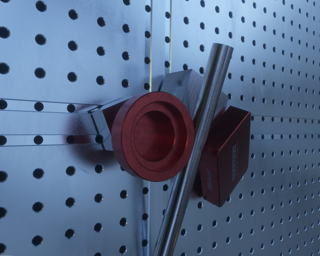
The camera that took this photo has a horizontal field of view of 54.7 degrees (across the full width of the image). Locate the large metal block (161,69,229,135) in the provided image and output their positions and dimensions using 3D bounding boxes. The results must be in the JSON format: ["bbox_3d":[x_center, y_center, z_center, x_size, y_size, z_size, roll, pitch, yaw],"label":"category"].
[{"bbox_3d":[0.041,-0.023,0.424,0.080,0.050,0.080,29,72,-37],"label":"large metal block"}]

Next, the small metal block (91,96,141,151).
[{"bbox_3d":[-0.046,-0.006,0.367,0.050,0.025,0.050,-28,108,-37],"label":"small metal block"}]

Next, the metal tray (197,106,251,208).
[{"bbox_3d":[0.095,0.044,0.449,0.090,0.030,0.129,-46,142,-30],"label":"metal tray"}]

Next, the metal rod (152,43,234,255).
[{"bbox_3d":[0.035,0.047,0.383,0.025,0.025,0.298,8,101,-40],"label":"metal rod"}]

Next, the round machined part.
[{"bbox_3d":[-0.011,0.009,0.349,0.099,0.042,0.097,-1,91,-37],"label":"round machined part"}]
